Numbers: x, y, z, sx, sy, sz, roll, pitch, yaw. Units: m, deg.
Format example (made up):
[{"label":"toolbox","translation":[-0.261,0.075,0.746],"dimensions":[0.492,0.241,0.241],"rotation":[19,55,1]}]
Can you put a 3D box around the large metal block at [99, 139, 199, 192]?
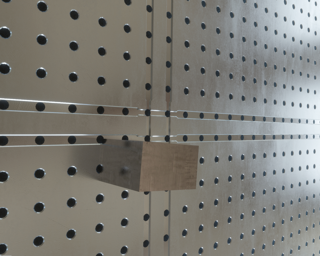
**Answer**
[{"label":"large metal block","translation":[-0.013,0.041,0.361],"dimensions":[0.081,0.080,0.050],"rotation":[7,86,-40]}]
